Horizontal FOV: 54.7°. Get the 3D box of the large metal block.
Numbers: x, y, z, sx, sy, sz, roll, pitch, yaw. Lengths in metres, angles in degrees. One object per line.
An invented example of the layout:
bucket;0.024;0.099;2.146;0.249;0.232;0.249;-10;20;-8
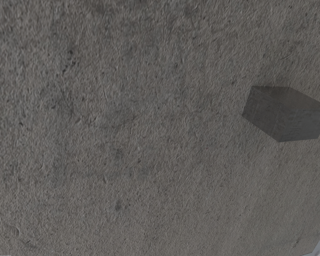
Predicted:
large metal block;0.184;-0.023;0.457;0.081;0.080;0.050;-3;120;-27
